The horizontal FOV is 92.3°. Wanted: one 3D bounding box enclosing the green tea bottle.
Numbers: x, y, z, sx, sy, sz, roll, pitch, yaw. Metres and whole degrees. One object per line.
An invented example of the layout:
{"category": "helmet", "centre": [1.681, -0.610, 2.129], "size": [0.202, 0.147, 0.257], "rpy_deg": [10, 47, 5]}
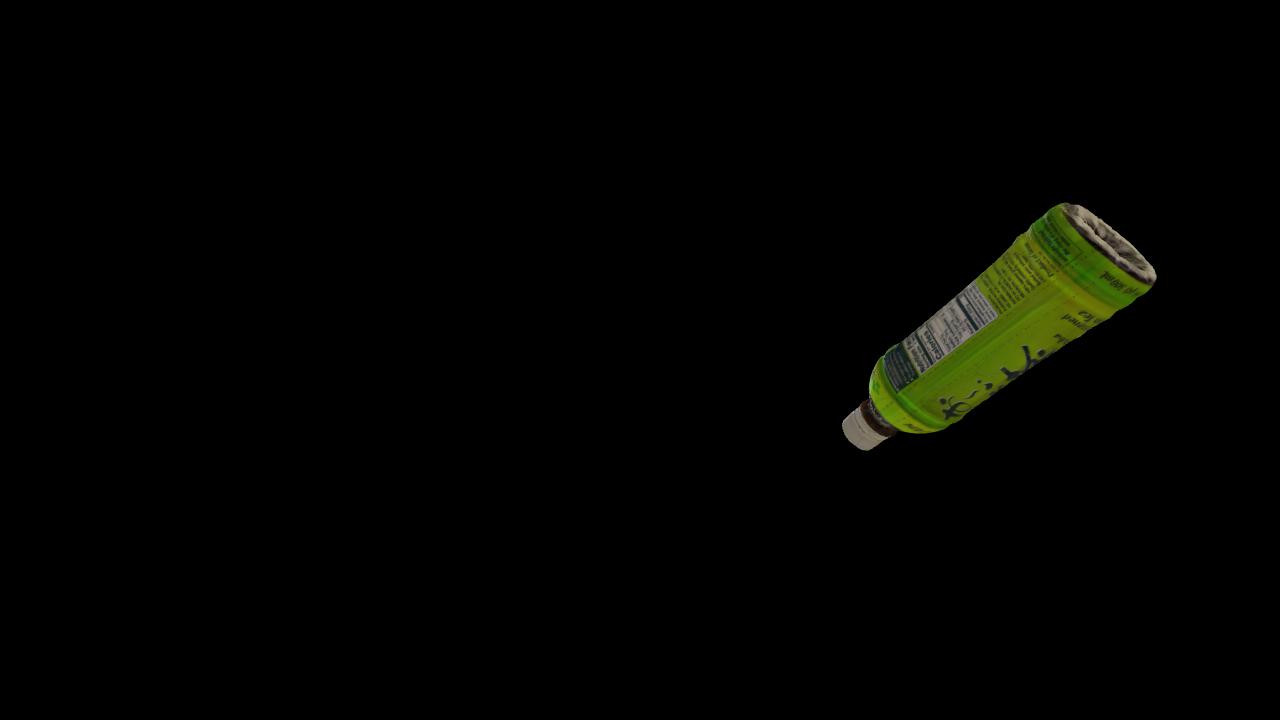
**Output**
{"category": "green tea bottle", "centre": [0.218, -0.006, 0.415], "size": [0.073, 0.073, 0.212], "rpy_deg": [0, -35, -35]}
